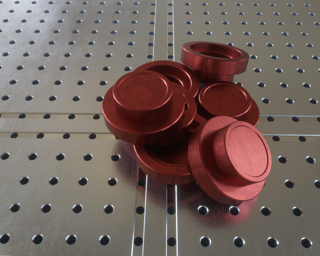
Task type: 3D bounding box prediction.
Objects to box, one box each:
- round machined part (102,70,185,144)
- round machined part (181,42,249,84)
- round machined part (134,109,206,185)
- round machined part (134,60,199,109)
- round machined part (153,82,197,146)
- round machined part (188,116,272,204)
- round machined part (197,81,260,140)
[{"bbox_3d":[-0.020,-0.031,0.368,0.099,0.042,0.098,0,50,0],"label":"round machined part"},{"bbox_3d":[0.079,-0.095,0.463,0.099,0.042,0.098,6,29,-3],"label":"round machined part"},{"bbox_3d":[0.019,0.026,0.375,0.099,0.042,0.098,0,50,0],"label":"round machined part"},{"bbox_3d":[0.004,-0.049,0.438,0.099,0.042,0.098,0,50,0],"label":"round machined part"},{"bbox_3d":[-0.002,-0.015,0.409,0.099,0.042,0.098,0,50,0],"label":"round machined part"},{"bbox_3d":[0.083,0.031,0.339,0.099,0.042,0.098,15,61,-28],"label":"round machined part"},{"bbox_3d":[0.085,-0.026,0.419,0.099,0.042,0.098,0,50,0],"label":"round machined part"}]
